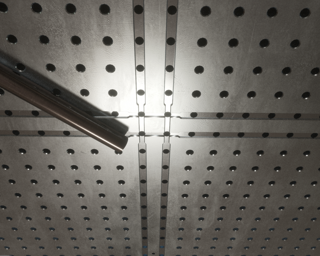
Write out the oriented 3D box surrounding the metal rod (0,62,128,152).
[{"bbox_3d":[-0.167,-0.050,0.366,0.301,0.025,0.025,32,123,-25],"label":"metal rod"}]
